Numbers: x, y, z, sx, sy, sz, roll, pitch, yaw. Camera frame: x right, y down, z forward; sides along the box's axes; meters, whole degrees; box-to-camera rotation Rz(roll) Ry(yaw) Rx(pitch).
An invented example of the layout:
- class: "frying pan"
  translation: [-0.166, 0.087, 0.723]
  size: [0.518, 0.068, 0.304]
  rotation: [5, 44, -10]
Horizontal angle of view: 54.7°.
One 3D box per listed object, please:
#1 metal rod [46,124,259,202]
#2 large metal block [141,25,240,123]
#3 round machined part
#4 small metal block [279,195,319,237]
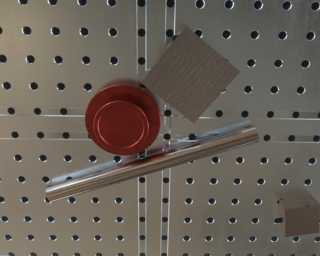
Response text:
- class: "metal rod"
  translation: [-0.014, 0.051, 0.431]
  size: [0.301, 0.025, 0.025]
  rotation: [-17, 110, 5]
- class: "large metal block"
  translation: [0.034, -0.066, 0.376]
  size: [0.080, 0.050, 0.080]
  rotation: [37, 106, -13]
- class: "round machined part"
  translation: [-0.048, -0.008, 0.401]
  size: [0.099, 0.042, 0.097]
  rotation: [0, 110, -1]
- class: "small metal block"
  translation: [0.209, 0.133, 0.465]
  size: [0.050, 0.025, 0.050]
  rotation: [-8, 110, 2]
